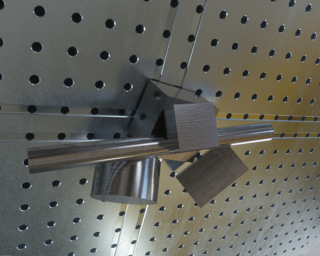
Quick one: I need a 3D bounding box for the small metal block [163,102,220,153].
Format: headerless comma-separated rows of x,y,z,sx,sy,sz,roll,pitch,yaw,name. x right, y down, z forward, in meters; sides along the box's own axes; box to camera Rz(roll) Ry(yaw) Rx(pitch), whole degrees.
0.035,-0.001,0.345,0.050,0.025,0.050,-6,86,-25,small metal block

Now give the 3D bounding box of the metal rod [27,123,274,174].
0.011,0.018,0.359,0.303,0.025,0.025,-6,121,-26,metal rod

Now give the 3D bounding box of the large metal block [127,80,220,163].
0.016,-0.007,0.395,0.081,0.050,0.079,11,113,-33,large metal block

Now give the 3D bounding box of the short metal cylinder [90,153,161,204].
-0.041,0.064,0.380,0.080,0.080,0.050,21,64,-36,short metal cylinder

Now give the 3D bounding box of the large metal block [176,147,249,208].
0.070,0.064,0.440,0.080,0.050,0.080,-38,173,-2,large metal block
